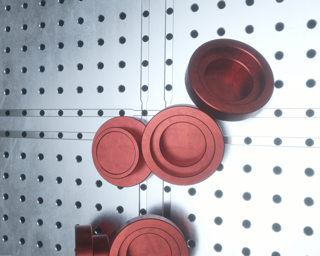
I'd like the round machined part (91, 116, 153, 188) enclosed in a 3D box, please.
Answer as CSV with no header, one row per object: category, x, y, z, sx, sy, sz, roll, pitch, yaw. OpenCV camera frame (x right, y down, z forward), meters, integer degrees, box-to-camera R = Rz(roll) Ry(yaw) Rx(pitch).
round machined part,-0.051,0.032,0.420,0.098,0.042,0.097,0,90,19

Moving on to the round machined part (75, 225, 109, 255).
round machined part,-0.091,0.180,0.415,0.042,0.098,0.097,-1,90,-16

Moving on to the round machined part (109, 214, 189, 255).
round machined part,-0.014,0.159,0.396,0.099,0.042,0.097,0,88,-4

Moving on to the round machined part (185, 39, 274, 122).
round machined part,0.077,-0.051,0.360,0.099,0.042,0.098,3,67,-7

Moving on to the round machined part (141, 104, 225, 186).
round machined part,0.029,0.018,0.384,0.099,0.042,0.097,1,101,8
